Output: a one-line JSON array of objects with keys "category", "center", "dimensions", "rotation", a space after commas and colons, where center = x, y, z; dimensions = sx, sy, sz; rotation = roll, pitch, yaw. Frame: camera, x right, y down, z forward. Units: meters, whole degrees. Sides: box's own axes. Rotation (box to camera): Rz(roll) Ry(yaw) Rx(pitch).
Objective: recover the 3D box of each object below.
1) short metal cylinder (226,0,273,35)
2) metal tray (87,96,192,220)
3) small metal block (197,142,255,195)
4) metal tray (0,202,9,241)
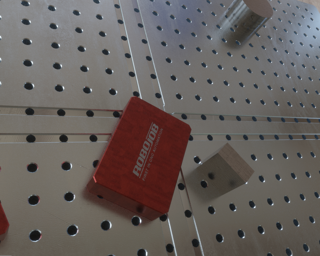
[{"category": "short metal cylinder", "center": [0.185, -0.240, 0.641], "dimensions": [0.081, 0.050, 0.080], "rotation": [14, 56, -21]}, {"category": "metal tray", "center": [-0.020, 0.033, 0.376], "dimensions": [0.090, 0.030, 0.130], "rotation": [28, 52, -11]}, {"category": "small metal block", "center": [0.085, 0.054, 0.407], "dimensions": [0.050, 0.050, 0.025], "rotation": [48, 51, 5]}, {"category": "metal tray", "center": [-0.200, 0.052, 0.266], "dimensions": [0.091, 0.030, 0.130], "rotation": [-19, 72, -36]}]
